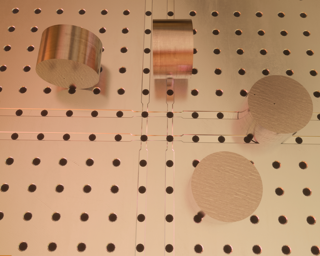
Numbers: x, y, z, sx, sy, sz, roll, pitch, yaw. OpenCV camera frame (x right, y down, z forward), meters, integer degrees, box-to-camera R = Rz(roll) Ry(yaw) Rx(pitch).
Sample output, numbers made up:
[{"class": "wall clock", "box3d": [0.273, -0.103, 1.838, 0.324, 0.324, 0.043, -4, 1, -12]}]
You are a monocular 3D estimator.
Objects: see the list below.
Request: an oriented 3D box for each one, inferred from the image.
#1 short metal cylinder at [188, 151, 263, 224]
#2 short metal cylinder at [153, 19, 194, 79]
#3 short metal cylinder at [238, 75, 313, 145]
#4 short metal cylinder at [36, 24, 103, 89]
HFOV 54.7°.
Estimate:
[{"class": "short metal cylinder", "box3d": [0.075, 0.073, 0.372, 0.081, 0.050, 0.080, 0, 70, 0]}, {"class": "short metal cylinder", "box3d": [0.016, -0.106, 0.421, 0.050, 0.080, 0.080, -1, 70, 0]}, {"class": "short metal cylinder", "box3d": [0.149, -0.022, 0.407, 0.081, 0.050, 0.080, 0, 70, 0]}, {"class": "short metal cylinder", "box3d": [-0.120, -0.093, 0.415, 0.081, 0.080, 0.050, 1, 70, 0]}]
